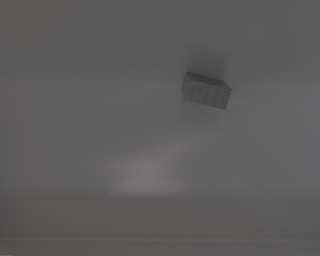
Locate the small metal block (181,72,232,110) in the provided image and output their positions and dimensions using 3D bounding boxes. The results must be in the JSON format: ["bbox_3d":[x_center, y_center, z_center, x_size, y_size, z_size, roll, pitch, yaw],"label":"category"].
[{"bbox_3d":[0.055,-0.047,0.381,0.050,0.050,0.025,13,110,-5],"label":"small metal block"}]
